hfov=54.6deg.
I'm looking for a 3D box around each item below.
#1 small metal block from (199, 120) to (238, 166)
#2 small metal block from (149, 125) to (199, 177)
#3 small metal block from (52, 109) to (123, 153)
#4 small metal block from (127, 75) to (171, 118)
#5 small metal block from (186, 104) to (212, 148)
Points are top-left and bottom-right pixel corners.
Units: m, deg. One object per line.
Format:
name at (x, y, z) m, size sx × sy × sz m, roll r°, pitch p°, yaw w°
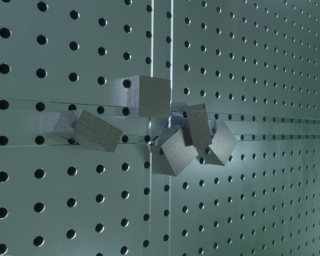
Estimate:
small metal block at (0.090, 0.023, 0.483) m, size 0.050 × 0.025 × 0.050 m, roll 49°, pitch 61°, yaw -29°
small metal block at (0.020, 0.030, 0.425) m, size 0.050 × 0.025 × 0.050 m, roll -40°, pitch 114°, yaw -33°
small metal block at (-0.077, 0.004, 0.328) m, size 0.050 × 0.050 × 0.025 m, roll 32°, pitch 70°, yaw -35°
small metal block at (-0.014, -0.038, 0.397) m, size 0.050 × 0.025 × 0.050 m, roll 1°, pitch 89°, yaw -40°
small metal block at (0.056, -0.005, 0.437) m, size 0.050 × 0.025 × 0.050 m, roll -59°, pitch 137°, yaw -75°
